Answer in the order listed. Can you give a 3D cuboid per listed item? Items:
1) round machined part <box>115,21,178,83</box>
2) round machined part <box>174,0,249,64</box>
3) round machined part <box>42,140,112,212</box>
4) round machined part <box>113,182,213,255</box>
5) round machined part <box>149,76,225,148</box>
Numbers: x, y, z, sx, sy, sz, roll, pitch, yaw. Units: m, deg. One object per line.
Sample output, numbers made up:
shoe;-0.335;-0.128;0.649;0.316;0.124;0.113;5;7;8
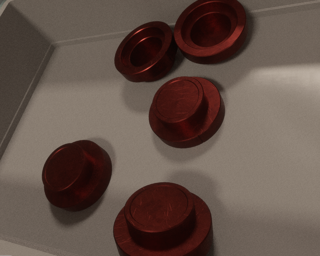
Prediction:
round machined part;-0.016;-0.108;0.465;0.098;0.042;0.098;-16;55;24
round machined part;0.072;-0.131;0.430;0.098;0.042;0.098;-8;67;20
round machined part;-0.118;0.059;0.419;0.098;0.042;0.098;-13;56;20
round machined part;0.002;0.091;0.308;0.099;0.042;0.098;-7;28;4
round machined part;0.029;-0.027;0.395;0.098;0.042;0.098;-13;56;20
